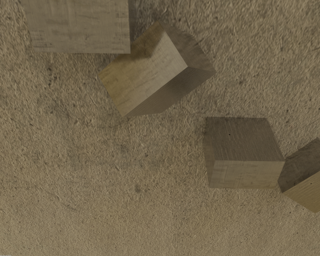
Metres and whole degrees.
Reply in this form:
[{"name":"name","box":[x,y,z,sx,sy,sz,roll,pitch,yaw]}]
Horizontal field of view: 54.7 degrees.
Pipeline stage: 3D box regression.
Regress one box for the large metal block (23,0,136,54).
[{"name":"large metal block","box":[-0.065,-0.107,0.278,0.081,0.080,0.050,1,128,-1]}]

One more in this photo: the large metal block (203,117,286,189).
[{"name":"large metal block","box":[0.102,0.030,0.398,0.081,0.080,0.050,1,130,-1]}]

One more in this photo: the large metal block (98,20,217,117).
[{"name":"large metal block","box":[0.000,-0.056,0.315,0.080,0.080,0.050,-35,79,26]}]

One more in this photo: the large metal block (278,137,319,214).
[{"name":"large metal block","box":[0.229,0.071,0.454,0.080,0.050,0.080,31,124,-24]}]
